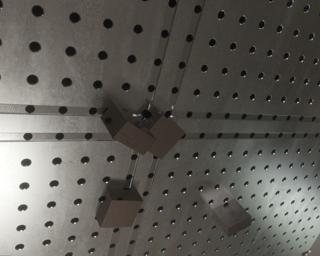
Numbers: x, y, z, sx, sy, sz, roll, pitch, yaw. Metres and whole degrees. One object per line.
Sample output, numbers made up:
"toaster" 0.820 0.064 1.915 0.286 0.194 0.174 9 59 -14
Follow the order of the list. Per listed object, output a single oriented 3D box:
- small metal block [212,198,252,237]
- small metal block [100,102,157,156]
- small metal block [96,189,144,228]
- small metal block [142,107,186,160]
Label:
"small metal block" 0.132 0.165 0.572 0.050 0.050 0.025 -20 126 -17
"small metal block" -0.039 0.001 0.376 0.050 0.050 0.025 34 99 -39
"small metal block" -0.059 0.118 0.453 0.050 0.025 0.050 11 113 -33
"small metal block" -0.002 0.008 0.416 0.050 0.025 0.050 -48 129 6
